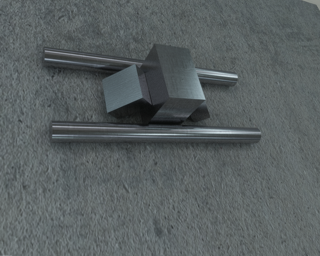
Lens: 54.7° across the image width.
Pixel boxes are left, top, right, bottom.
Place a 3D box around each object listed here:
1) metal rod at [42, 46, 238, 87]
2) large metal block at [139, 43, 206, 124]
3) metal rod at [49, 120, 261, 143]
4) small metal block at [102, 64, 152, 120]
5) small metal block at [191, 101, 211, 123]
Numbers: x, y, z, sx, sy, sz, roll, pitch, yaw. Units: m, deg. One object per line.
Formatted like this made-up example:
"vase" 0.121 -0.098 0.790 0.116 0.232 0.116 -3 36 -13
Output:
"metal rod" -0.010 -0.085 0.453 0.303 0.025 0.025 1 61 -28
"large metal block" 0.007 -0.051 0.409 0.050 0.080 0.080 1 62 -28
"metal rod" 0.014 0.008 0.409 0.303 0.025 0.025 2 61 -28
"small metal block" -0.043 -0.045 0.394 0.025 0.050 0.050 37 36 -59
"small metal block" 0.050 -0.042 0.442 0.025 0.050 0.050 -18 64 9
